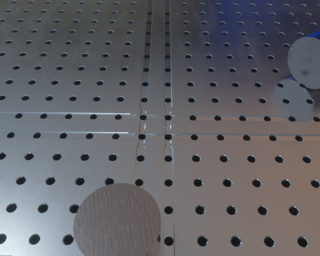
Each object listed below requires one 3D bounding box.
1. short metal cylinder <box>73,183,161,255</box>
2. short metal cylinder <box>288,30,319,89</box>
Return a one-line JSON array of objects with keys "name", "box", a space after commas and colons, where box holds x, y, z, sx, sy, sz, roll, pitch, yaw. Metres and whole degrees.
[{"name": "short metal cylinder", "box": [-0.039, 0.102, 0.305, 0.081, 0.050, 0.080, 0, 50, 0]}, {"name": "short metal cylinder", "box": [0.242, -0.105, 0.463, 0.050, 0.080, 0.080, -26, 55, -20]}]
